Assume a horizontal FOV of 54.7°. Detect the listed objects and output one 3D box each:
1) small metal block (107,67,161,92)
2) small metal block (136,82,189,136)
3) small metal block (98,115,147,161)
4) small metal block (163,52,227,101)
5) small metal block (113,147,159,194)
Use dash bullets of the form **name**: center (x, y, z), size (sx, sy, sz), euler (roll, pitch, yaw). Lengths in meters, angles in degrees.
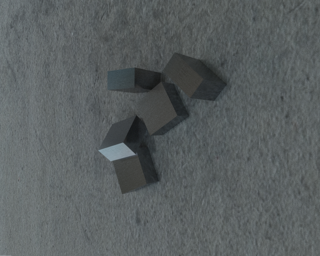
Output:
- **small metal block**: center (-0.034, -0.063, 0.415), size (0.050, 0.050, 0.025), euler (1, 91, 39)
- **small metal block**: center (0.002, -0.024, 0.401), size (0.050, 0.025, 0.050), euler (-37, 68, 33)
- **small metal block**: center (-0.050, 0.014, 0.427), size (0.050, 0.025, 0.050), euler (-18, 37, 38)
- **small metal block**: center (0.040, -0.058, 0.354), size (0.050, 0.050, 0.025), euler (50, 119, 28)
- **small metal block**: center (-0.035, 0.059, 0.431), size (0.050, 0.025, 0.050), euler (-29, 72, 36)
